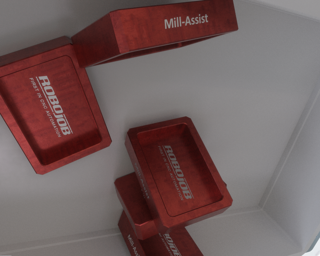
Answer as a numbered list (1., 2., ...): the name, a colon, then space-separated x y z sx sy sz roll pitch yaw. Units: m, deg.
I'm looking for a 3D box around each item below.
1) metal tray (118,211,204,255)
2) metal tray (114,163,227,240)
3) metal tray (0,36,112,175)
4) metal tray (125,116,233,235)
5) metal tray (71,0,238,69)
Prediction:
1. metal tray: 0.003 0.170 0.447 0.091 0.130 0.030 8 115 -32
2. metal tray: 0.013 0.086 0.426 0.131 0.090 0.030 -19 127 -17
3. metal tray: -0.114 -0.020 0.330 0.091 0.030 0.129 -24 127 -14
4. metal tray: 0.020 0.053 0.384 0.091 0.130 0.030 -13 151 -22
5. metal tray: -0.004 -0.088 0.288 0.131 0.090 0.030 -21 103 -33
